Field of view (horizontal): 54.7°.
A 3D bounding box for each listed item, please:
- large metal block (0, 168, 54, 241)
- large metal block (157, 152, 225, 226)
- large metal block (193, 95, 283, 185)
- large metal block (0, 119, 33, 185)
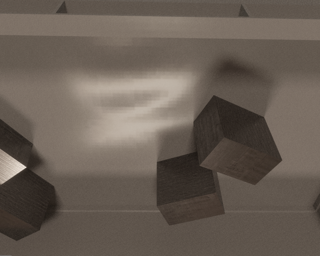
[{"bbox_3d":[-0.216,0.107,0.461,0.050,0.080,0.080,-28,125,21],"label":"large metal block"},{"bbox_3d":[0.042,0.084,0.446,0.080,0.080,0.050,-16,129,13],"label":"large metal block"},{"bbox_3d":[0.093,0.015,0.387,0.080,0.080,0.050,21,127,-17],"label":"large metal block"},{"bbox_3d":[-0.233,0.033,0.409,0.080,0.050,0.080,-33,124,12],"label":"large metal block"}]
